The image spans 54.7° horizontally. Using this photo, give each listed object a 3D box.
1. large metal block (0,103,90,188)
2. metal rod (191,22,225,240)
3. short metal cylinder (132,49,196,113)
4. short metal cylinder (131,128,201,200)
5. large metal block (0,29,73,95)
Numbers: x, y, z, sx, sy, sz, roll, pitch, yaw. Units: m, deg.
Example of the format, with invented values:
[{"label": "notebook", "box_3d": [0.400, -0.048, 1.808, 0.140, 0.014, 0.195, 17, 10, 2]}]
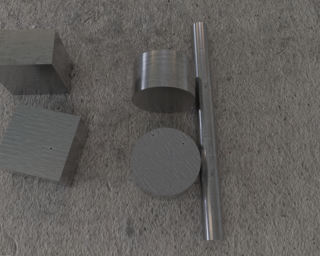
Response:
[{"label": "large metal block", "box_3d": [-0.143, 0.023, 0.385, 0.080, 0.050, 0.080, 12, 70, 4]}, {"label": "metal rod", "box_3d": [0.061, -0.010, 0.412, 0.025, 0.025, 0.299, -1, 70, 0]}, {"label": "short metal cylinder", "box_3d": [0.005, -0.057, 0.400, 0.080, 0.080, 0.050, 1, 70, 0]}, {"label": "short metal cylinder", "box_3d": [0.007, 0.045, 0.378, 0.081, 0.050, 0.080, 0, 70, 0]}, {"label": "large metal block", "box_3d": [-0.168, -0.084, 0.408, 0.081, 0.080, 0.050, -1, 70, -1]}]
